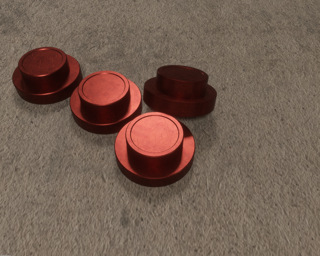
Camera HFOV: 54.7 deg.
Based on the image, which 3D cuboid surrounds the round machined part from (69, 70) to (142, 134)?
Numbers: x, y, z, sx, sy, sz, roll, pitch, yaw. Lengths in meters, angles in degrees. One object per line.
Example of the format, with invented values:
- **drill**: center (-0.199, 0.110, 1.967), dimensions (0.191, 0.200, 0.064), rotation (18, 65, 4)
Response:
- **round machined part**: center (-0.075, -0.042, 0.426), dimensions (0.099, 0.042, 0.098), rotation (0, 50, 0)

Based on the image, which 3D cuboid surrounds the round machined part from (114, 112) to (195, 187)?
- **round machined part**: center (-0.006, 0.019, 0.376), dimensions (0.099, 0.042, 0.098), rotation (0, 50, 0)

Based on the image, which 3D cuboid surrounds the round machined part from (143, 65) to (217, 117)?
- **round machined part**: center (0.028, -0.055, 0.416), dimensions (0.099, 0.042, 0.098), rotation (6, 28, -3)

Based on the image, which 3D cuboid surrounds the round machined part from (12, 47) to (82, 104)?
- **round machined part**: center (-0.169, -0.084, 0.461), dimensions (0.099, 0.042, 0.098), rotation (0, 50, 0)
